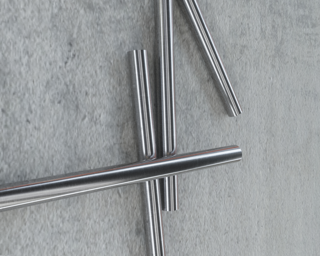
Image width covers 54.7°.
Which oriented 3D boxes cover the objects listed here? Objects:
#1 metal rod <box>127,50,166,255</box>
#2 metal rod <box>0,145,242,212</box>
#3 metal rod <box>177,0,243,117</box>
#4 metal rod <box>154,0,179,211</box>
[{"bbox_3d":[-0.015,0.054,0.394,0.025,0.025,0.298,-9,96,-40],"label":"metal rod"},{"bbox_3d":[-0.022,0.050,0.359,0.303,0.025,0.025,-6,94,-31],"label":"metal rod"},{"bbox_3d":[0.058,-0.146,0.454,0.025,0.025,0.299,-43,116,-32],"label":"metal rod"},{"bbox_3d":[0.008,-0.040,0.413,0.025,0.025,0.298,-3,92,-40],"label":"metal rod"}]
